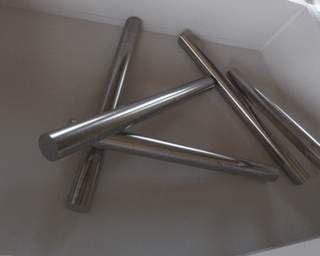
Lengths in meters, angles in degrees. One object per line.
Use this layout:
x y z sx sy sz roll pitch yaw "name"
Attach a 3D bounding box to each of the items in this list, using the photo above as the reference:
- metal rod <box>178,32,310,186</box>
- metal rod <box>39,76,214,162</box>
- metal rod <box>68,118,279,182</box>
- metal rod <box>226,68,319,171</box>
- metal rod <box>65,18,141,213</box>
0.130 -0.036 0.499 0.025 0.025 0.300 -31 79 -38 "metal rod"
-0.009 -0.027 0.374 0.025 0.025 0.302 52 38 8 "metal rod"
0.036 0.035 0.386 0.302 0.025 0.025 14 56 -28 "metal rod"
0.182 0.001 0.432 0.025 0.025 0.300 0 39 -29 "metal rod"
-0.062 -0.040 0.397 0.025 0.025 0.300 21 54 -16 "metal rod"
